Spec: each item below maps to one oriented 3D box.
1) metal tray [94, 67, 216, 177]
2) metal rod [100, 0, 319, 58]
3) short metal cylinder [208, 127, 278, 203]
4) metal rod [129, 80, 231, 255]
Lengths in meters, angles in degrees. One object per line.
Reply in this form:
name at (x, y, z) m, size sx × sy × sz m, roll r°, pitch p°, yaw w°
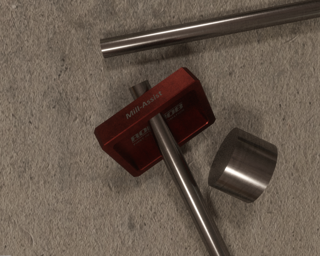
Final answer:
metal tray at (-0.002, -0.003, 0.378) m, size 0.130 × 0.090 × 0.030 m, roll -35°, pitch 52°, yaw 0°
metal rod at (0.072, -0.133, 0.410) m, size 0.302 × 0.025 × 0.025 m, roll -11°, pitch 90°, yaw -1°
short metal cylinder at (0.100, 0.046, 0.384) m, size 0.050 × 0.080 × 0.080 m, roll 25°, pitch 90°, yaw -1°
metal rod at (0.038, 0.081, 0.391) m, size 0.025 × 0.025 × 0.299 m, roll -26°, pitch 98°, yaw 0°
